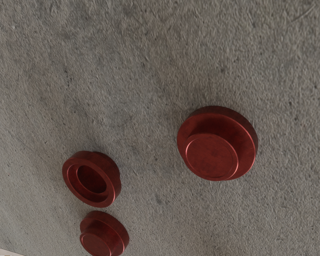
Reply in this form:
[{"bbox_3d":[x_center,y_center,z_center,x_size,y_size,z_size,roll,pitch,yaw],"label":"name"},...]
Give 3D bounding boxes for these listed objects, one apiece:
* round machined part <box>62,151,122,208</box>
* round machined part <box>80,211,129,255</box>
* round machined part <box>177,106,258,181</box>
[{"bbox_3d":[-0.104,0.077,0.499,0.098,0.042,0.097,13,124,21],"label":"round machined part"},{"bbox_3d":[-0.111,0.207,0.583,0.098,0.042,0.097,13,124,21],"label":"round machined part"},{"bbox_3d":[0.066,0.026,0.377,0.098,0.042,0.097,13,124,21],"label":"round machined part"}]
